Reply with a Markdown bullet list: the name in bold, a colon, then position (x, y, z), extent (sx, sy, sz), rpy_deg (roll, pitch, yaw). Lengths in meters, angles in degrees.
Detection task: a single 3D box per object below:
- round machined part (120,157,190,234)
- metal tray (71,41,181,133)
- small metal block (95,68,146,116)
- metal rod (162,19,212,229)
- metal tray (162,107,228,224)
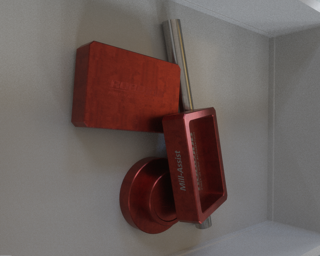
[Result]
- **round machined part**: position (0.001, 0.087, 0.399), extent (0.099, 0.042, 0.097), rpy_deg (0, 90, -40)
- **metal tray**: position (-0.034, -0.041, 0.367), extent (0.131, 0.030, 0.089), rpy_deg (5, 87, -41)
- **small metal block**: position (-0.045, -0.043, 0.371), extent (0.050, 0.025, 0.050), rpy_deg (-19, 102, -39)
- **metal rod**: position (0.040, 0.000, 0.442), extent (0.025, 0.025, 0.298), rpy_deg (-17, 101, -39)
- **metal tray**: position (0.048, 0.043, 0.394), extent (0.091, 0.030, 0.129), rpy_deg (-15, 98, -56)
